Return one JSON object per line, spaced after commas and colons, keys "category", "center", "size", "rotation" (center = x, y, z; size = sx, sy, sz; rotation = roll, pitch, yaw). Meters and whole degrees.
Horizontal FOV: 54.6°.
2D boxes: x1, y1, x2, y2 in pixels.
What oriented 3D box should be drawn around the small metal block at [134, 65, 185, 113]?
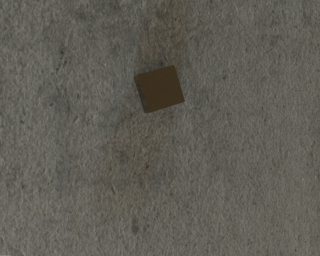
{"category": "small metal block", "center": [-0.001, -0.051, 0.408], "size": [0.050, 0.025, 0.050], "rotation": [-19, 97, -19]}
